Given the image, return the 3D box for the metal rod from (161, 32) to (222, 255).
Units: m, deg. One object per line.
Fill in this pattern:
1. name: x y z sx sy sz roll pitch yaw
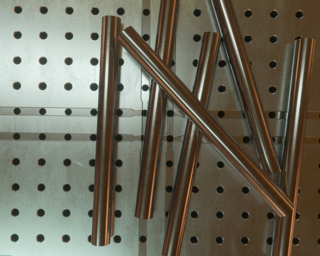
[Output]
1. metal rod: 0.042 0.022 0.413 0.025 0.025 0.299 11 90 0

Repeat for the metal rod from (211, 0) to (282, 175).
1. metal rod: 0.107 -0.084 0.413 0.025 0.025 0.299 -17 90 0

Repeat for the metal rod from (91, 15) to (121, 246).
1. metal rod: -0.072 0.004 0.412 0.025 0.025 0.298 3 90 0

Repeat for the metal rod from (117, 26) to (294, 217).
1. metal rod: 0.058 -0.007 0.387 0.025 0.025 0.300 -43 92 0

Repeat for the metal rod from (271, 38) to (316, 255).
1. metal rod: 0.177 0.032 0.414 0.025 0.025 0.298 7 90 0

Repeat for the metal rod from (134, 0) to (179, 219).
1. metal rod: -0.004 -0.030 0.413 0.025 0.025 0.298 7 90 0
